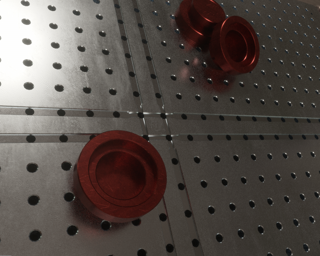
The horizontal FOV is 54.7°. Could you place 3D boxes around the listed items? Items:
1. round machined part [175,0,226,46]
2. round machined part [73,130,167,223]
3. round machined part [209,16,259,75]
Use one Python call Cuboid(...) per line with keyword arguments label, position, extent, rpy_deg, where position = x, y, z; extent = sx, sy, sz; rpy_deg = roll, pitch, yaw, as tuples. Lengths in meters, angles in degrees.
Cuboid(label="round machined part", position=(0.080, -0.202, 0.566), extent=(0.099, 0.042, 0.098), rpy_deg=(14, 56, -21))
Cuboid(label="round machined part", position=(-0.045, 0.055, 0.340), extent=(0.099, 0.042, 0.098), rpy_deg=(14, 56, -21))
Cuboid(label="round machined part", position=(0.124, -0.139, 0.536), extent=(0.099, 0.042, 0.097), rpy_deg=(3, 84, -35))
